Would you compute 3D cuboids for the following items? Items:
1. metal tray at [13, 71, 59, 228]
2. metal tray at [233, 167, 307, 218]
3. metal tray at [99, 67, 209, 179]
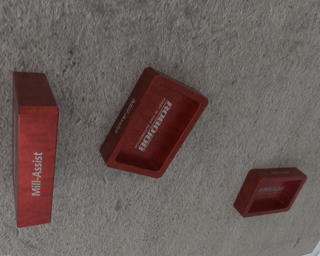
[{"bbox_3d":[-0.127,0.020,0.307,0.030,0.090,0.129,-1,119,-28],"label":"metal tray"},{"bbox_3d":[0.213,0.122,0.594,0.131,0.030,0.089,2,117,-30],"label":"metal tray"},{"bbox_3d":[-0.008,-0.002,0.397,0.091,0.030,0.129,20,108,-36],"label":"metal tray"}]
